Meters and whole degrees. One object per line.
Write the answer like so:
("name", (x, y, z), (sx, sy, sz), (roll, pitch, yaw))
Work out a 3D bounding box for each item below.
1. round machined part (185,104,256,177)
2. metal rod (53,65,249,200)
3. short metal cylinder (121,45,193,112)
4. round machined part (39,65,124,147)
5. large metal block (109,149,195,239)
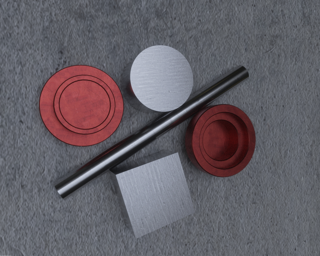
("round machined part", (0.079, 0.017, 0.430), (0.099, 0.042, 0.097), (0, 90, -20))
("metal rod", (0.001, -0.003, 0.411), (0.302, 0.025, 0.025), (-33, 101, -17))
("short metal cylinder", (-0.005, -0.059, 0.394), (0.081, 0.050, 0.079), (0, 90, -20))
("round machined part", (-0.091, -0.026, 0.367), (0.099, 0.042, 0.097), (0, 90, -20))
("large metal block", (-0.012, 0.079, 0.393), (0.081, 0.050, 0.080), (-18, 96, -19))
